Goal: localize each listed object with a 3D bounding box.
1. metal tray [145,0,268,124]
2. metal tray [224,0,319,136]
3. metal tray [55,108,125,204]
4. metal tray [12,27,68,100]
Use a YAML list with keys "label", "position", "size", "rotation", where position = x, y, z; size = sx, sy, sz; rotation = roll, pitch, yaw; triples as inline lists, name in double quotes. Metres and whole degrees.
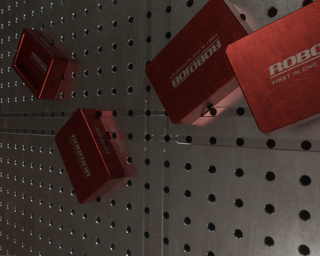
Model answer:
- label: "metal tray"
  position: [0.049, -0.075, 0.365]
  size: [0.129, 0.030, 0.090]
  rotation: [-40, 66, 32]
- label: "metal tray"
  position: [0.135, -0.058, 0.270]
  size: [0.130, 0.030, 0.090]
  rotation: [-24, 74, 18]
- label: "metal tray"
  position: [-0.117, 0.044, 0.500]
  size: [0.090, 0.030, 0.130]
  rotation: [-42, 65, 31]
- label: "metal tray"
  position: [-0.234, -0.124, 0.595]
  size: [0.130, 0.030, 0.089]
  rotation: [43, 115, 31]
